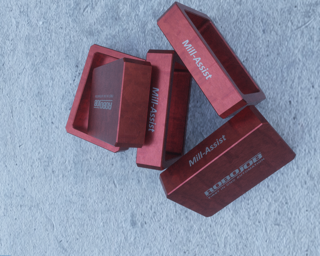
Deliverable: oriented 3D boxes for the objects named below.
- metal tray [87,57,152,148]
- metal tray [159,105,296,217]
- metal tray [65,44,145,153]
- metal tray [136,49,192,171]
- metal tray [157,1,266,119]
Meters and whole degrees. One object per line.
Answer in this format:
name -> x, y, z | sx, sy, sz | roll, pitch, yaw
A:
metal tray -> -0.053, -0.030, 0.368 | 0.130, 0.030, 0.089 | 11, 95, 64
metal tray -> 0.076, 0.043, 0.348 | 0.130, 0.090, 0.030 | -40, 43, 15
metal tray -> -0.070, -0.041, 0.431 | 0.090, 0.030, 0.129 | 21, 97, 18
metal tray -> 0.009, -0.020, 0.372 | 0.030, 0.090, 0.129 | 7, 93, 20
metal tray -> 0.061, -0.076, 0.351 | 0.030, 0.091, 0.130 | -38, 78, 30
